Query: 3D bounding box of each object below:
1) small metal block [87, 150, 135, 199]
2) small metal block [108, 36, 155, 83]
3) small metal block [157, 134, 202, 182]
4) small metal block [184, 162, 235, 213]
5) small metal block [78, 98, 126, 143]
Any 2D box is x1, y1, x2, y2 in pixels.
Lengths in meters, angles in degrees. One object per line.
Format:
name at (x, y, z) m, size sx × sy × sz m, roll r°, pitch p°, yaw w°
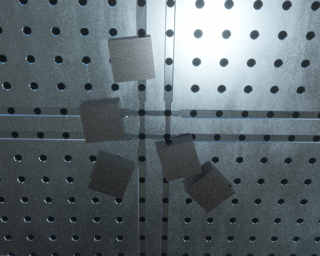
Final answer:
small metal block at (-0.068, 0.066, 0.437) m, size 0.050 × 0.025 × 0.050 m, roll 20°, pitch 109°, yaw -8°
small metal block at (-0.034, -0.085, 0.382) m, size 0.050 × 0.025 × 0.050 m, roll -6°, pitch 110°, yaw 1°
small metal block at (0.027, 0.041, 0.429) m, size 0.050 × 0.025 × 0.050 m, roll -15°, pitch 110°, yaw 5°
small metal block at (0.071, 0.086, 0.446) m, size 0.050 × 0.025 × 0.050 m, roll -40°, pitch 106°, yaw 13°
small metal block at (-0.075, -0.010, 0.409) m, size 0.050 × 0.025 × 0.050 m, roll -6°, pitch 110°, yaw 1°
